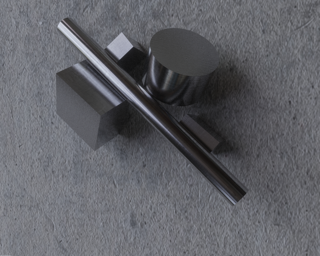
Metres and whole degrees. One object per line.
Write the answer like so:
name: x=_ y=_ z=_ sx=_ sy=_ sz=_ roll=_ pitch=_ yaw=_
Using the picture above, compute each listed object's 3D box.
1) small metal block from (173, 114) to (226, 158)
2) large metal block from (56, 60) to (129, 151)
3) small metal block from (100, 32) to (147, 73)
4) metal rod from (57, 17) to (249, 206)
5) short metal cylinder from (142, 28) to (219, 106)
small metal block: x=0.049 y=0.009 z=0.376 sx=0.050 sy=0.050 sz=0.025 roll=42 pitch=103 yaw=14
large metal block: x=-0.090 y=-0.030 z=0.409 sx=0.080 sy=0.050 sz=0.080 roll=42 pitch=144 yaw=14
small metal block: x=-0.050 y=-0.095 z=0.414 sx=0.050 sy=0.050 sz=0.025 roll=-40 pitch=78 yaw=15
metal rod: x=-0.018 y=-0.029 z=0.363 sx=0.300 sy=0.025 sz=0.025 roll=45 pitch=104 yaw=14
short metal cylinder: x=0.023 y=-0.072 z=0.366 sx=0.080 sy=0.080 sz=0.050 roll=41 pitch=144 yaw=15
